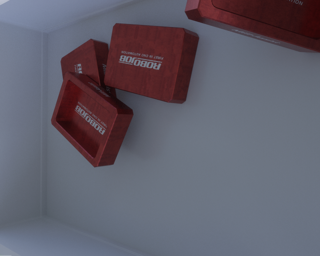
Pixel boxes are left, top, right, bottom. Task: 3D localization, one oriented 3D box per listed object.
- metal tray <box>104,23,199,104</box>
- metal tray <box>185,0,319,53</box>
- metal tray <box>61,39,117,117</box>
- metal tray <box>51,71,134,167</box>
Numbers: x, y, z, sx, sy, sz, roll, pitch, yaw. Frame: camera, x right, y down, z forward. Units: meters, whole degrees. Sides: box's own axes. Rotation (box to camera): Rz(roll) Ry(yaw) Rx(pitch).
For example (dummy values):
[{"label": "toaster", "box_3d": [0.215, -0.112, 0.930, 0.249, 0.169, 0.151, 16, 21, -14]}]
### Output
[{"label": "metal tray", "box_3d": [-0.017, -0.090, 0.418, 0.130, 0.030, 0.089, 19, 102, 38]}, {"label": "metal tray", "box_3d": [0.095, -0.123, 0.262, 0.030, 0.131, 0.089, -137, 58, -68]}, {"label": "metal tray", "box_3d": [-0.115, -0.065, 0.499, 0.090, 0.030, 0.129, -17, 79, 38]}, {"label": "metal tray", "box_3d": [-0.103, -0.015, 0.448, 0.130, 0.030, 0.089, 36, 112, 34]}]
